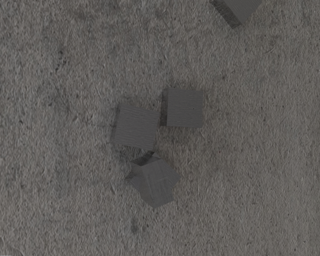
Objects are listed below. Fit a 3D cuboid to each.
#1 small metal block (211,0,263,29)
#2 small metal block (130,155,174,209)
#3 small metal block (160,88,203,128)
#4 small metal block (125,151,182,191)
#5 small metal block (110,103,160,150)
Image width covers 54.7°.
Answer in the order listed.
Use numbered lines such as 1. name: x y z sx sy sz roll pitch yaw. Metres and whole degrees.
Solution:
1. small metal block: 0.112 -0.183 0.450 0.050 0.025 0.050 46 76 -15
2. small metal block: -0.011 0.061 0.365 0.025 0.050 0.050 -19 97 -19
3. small metal block: 0.029 -0.026 0.420 0.050 0.025 0.050 4 89 -20
4. small metal block: -0.009 0.066 0.406 0.050 0.025 0.050 44 76 -15
5. small metal block: -0.033 -0.001 0.397 0.050 0.025 0.050 13 86 -20
